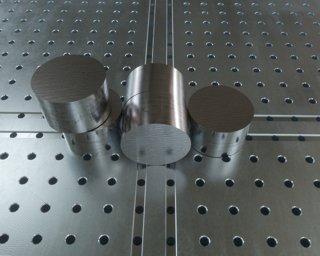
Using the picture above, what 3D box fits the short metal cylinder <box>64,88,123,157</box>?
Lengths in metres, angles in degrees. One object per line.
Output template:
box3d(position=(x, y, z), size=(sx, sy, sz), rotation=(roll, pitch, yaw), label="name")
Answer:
box3d(position=(-0.087, -0.010, 0.399), size=(0.081, 0.050, 0.080), rotation=(0, 50, 0), label="short metal cylinder")

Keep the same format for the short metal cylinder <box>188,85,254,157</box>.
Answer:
box3d(position=(0.075, -0.009, 0.399), size=(0.081, 0.050, 0.080), rotation=(0, 50, 0), label="short metal cylinder")

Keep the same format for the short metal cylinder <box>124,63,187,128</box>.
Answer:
box3d(position=(-0.006, -0.037, 0.403), size=(0.081, 0.080, 0.050), rotation=(1, 51, 0), label="short metal cylinder")

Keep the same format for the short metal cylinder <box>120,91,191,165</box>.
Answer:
box3d(position=(-0.005, 0.002, 0.370), size=(0.081, 0.080, 0.050), rotation=(-1, 50, -1), label="short metal cylinder")

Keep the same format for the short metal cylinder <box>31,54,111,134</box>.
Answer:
box3d(position=(-0.099, -0.040, 0.357), size=(0.081, 0.050, 0.080), rotation=(0, 50, 0), label="short metal cylinder")
